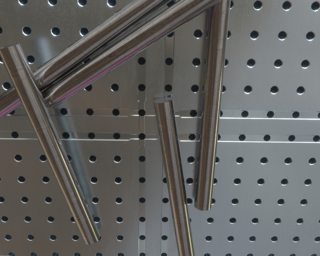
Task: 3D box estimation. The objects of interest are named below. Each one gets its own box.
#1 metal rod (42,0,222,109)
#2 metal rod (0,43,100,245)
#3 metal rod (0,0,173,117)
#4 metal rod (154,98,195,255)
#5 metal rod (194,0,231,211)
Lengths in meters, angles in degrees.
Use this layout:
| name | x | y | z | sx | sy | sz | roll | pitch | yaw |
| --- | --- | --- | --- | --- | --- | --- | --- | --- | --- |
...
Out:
| name | x | y | z | sx | sy | sz | roll | pitch | yaw |
| --- | --- | --- | --- | --- | --- | --- | --- | --- | --- |
| metal rod | -0.018 | -0.105 | 0.358 | 0.300 | 0.025 | 0.025 | -29 | 108 | 16 |
| metal rod | -0.136 | 0.039 | 0.409 | 0.025 | 0.025 | 0.298 | -12 | 116 | 4 |
| metal rod | -0.084 | -0.101 | 0.374 | 0.300 | 0.025 | 0.025 | -31 | 107 | 10 |
| metal rod | 0.026 | 0.102 | 0.451 | 0.025 | 0.025 | 0.298 | -8 | 110 | 2 |
| metal rod | 0.067 | -0.025 | 0.405 | 0.025 | 0.025 | 0.298 | 1 | 110 | -1 |
